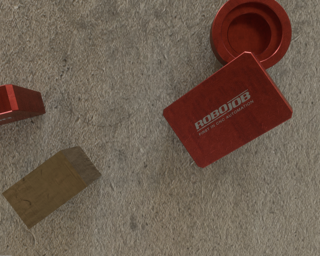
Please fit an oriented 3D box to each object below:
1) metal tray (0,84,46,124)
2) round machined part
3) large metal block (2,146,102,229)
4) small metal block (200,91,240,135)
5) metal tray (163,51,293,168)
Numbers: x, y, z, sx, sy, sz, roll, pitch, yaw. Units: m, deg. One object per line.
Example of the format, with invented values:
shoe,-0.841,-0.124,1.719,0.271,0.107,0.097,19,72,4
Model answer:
metal tray,-0.220,-0.018,0.375,0.131,0.090,0.030,-14,90,0
round machined part,0.113,-0.118,0.402,0.099,0.042,0.097,0,90,0
large metal block,-0.127,0.068,0.381,0.080,0.080,0.050,-37,90,0
small metal block,0.080,-0.018,0.411,0.050,0.025,0.050,16,90,0
metal tray,0.080,-0.020,0.380,0.130,0.030,0.090,-35,88,25
